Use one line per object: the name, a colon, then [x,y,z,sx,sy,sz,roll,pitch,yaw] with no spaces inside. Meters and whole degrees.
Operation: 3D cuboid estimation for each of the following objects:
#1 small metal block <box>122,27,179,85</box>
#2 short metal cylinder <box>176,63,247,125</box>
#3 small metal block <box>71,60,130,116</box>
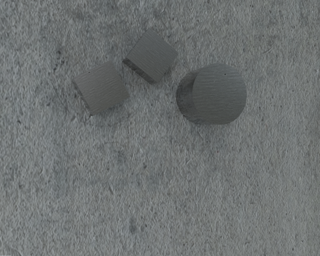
small metal block: [-0.012,-0.093,0.405,0.050,0.025,0.050,38,78,-17]
short metal cylinder: [0.069,-0.044,0.423,0.081,0.050,0.079,0,90,-21]
small metal block: [-0.073,-0.049,0.383,0.050,0.025,0.050,-30,100,-18]
